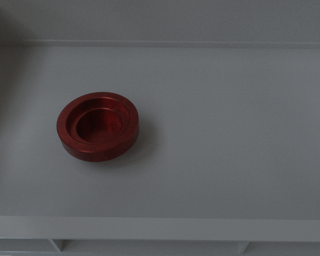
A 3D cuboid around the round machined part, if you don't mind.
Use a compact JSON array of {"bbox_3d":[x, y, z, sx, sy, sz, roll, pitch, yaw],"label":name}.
[{"bbox_3d":[-0.075,0.003,0.392,0.099,0.042,0.098,0,50,0],"label":"round machined part"}]
